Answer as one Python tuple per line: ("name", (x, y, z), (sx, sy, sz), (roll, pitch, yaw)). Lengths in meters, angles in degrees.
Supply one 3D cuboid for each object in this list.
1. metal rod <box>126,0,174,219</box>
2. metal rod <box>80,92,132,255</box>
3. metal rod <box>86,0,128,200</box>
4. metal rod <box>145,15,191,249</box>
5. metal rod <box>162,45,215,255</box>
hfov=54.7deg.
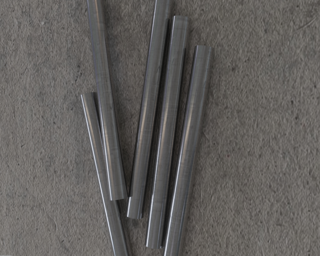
("metal rod", (-0.014, -0.029, 0.413), (0.025, 0.025, 0.298), (9, 93, 20))
("metal rod", (-0.069, 0.097, 0.433), (0.025, 0.025, 0.298), (-15, 85, 19))
("metal rod", (-0.075, -0.053, 0.427), (0.025, 0.025, 0.298), (-10, 84, 20))
("metal rod", (0.010, 0.007, 0.405), (0.025, 0.025, 0.298), (8, 93, 20))
("metal rod", (0.034, 0.047, 0.396), (0.025, 0.025, 0.298), (10, 93, 19))
